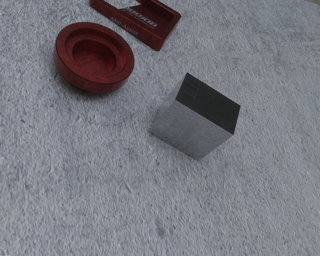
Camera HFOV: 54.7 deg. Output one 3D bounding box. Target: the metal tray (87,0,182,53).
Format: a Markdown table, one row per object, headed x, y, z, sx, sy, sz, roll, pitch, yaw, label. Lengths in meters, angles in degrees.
| x | y | z | sx | sy | sz | roll | pitch | yaw | label |
| --- | --- | --- | --- | --- | --- | --- | --- | --- | --- |
| -0.039 | -0.188 | 0.508 | 0.130 | 0.030 | 0.090 | 30 | 49 | -3 | metal tray |

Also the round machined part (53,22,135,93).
| x | y | z | sx | sy | sz | roll | pitch | yaw | label |
| --- | --- | --- | --- | --- | --- | --- | --- | --- | --- |
| -0.086 | -0.085 | 0.398 | 0.099 | 0.042 | 0.098 | 14 | 56 | -21 | round machined part |

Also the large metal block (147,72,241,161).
| x | y | z | sx | sy | sz | roll | pitch | yaw | label |
| --- | --- | --- | --- | --- | --- | --- | --- | --- | --- |
| 0.042 | -0.011 | 0.398 | 0.080 | 0.080 | 0.050 | 30 | 52 | -9 | large metal block |
